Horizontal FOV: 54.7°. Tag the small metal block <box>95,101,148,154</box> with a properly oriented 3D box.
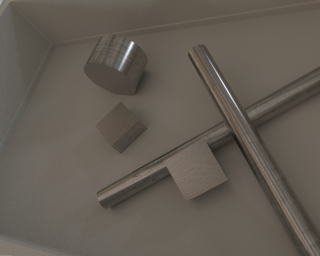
[{"bbox_3d":[-0.055,-0.001,0.433,0.050,0.025,0.050,-44,51,-2],"label":"small metal block"}]

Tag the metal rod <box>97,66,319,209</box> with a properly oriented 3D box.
[{"bbox_3d":[0.058,0.015,0.365,0.301,0.025,0.025,-30,52,8],"label":"metal rod"}]

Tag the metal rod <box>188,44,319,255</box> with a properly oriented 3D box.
[{"bbox_3d":[0.097,0.025,0.313,0.025,0.025,0.299,-28,60,10],"label":"metal rod"}]

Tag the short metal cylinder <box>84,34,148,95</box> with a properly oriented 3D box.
[{"bbox_3d":[-0.064,-0.091,0.459,0.080,0.080,0.050,8,66,31],"label":"short metal cylinder"}]

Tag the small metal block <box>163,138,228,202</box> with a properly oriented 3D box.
[{"bbox_3d":[0.040,0.045,0.342,0.050,0.025,0.050,-30,85,8],"label":"small metal block"}]
